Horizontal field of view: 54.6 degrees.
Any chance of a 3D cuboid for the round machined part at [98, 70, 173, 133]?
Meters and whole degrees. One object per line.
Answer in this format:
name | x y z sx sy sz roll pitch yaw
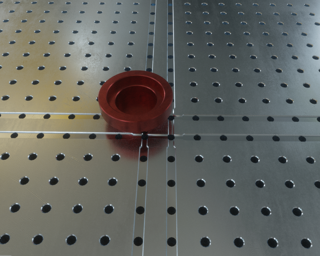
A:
round machined part | -0.032 -0.031 0.423 0.099 0.042 0.098 0 50 0
